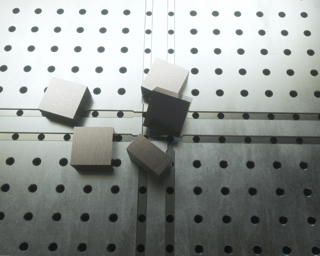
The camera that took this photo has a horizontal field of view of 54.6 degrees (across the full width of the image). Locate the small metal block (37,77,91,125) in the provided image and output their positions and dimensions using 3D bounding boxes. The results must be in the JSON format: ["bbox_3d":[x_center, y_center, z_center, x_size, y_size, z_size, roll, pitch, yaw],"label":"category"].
[{"bbox_3d":[-0.130,-0.037,0.425,0.050,0.025,0.050,16,71,6],"label":"small metal block"}]

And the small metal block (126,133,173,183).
[{"bbox_3d":[-0.012,0.039,0.384,0.050,0.050,0.025,38,75,12],"label":"small metal block"}]

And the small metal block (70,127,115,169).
[{"bbox_3d":[-0.085,0.026,0.402,0.050,0.025,0.050,0,70,0],"label":"small metal block"}]

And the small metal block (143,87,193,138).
[{"bbox_3d":[0.010,-0.021,0.406,0.050,0.025,0.050,19,110,6],"label":"small metal block"}]

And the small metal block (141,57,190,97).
[{"bbox_3d":[0.007,-0.064,0.435,0.050,0.025,0.050,24,72,8],"label":"small metal block"}]
